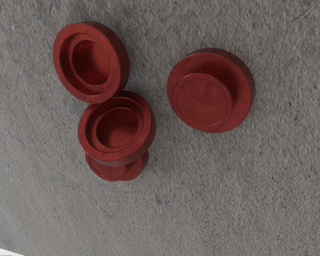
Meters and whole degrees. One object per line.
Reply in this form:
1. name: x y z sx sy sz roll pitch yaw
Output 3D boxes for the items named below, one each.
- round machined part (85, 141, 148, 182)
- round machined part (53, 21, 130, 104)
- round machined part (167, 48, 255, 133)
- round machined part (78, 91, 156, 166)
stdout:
1. round machined part: -0.070 0.040 0.458 0.098 0.042 0.097 13 124 21
2. round machined part: -0.080 -0.082 0.384 0.098 0.042 0.097 12 119 22
3. round machined part: 0.052 -0.036 0.346 0.098 0.042 0.097 13 124 21
4. round machined part: -0.052 0.003 0.402 0.098 0.098 0.042 14 160 20
